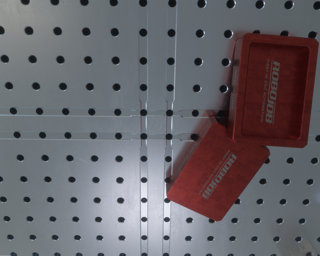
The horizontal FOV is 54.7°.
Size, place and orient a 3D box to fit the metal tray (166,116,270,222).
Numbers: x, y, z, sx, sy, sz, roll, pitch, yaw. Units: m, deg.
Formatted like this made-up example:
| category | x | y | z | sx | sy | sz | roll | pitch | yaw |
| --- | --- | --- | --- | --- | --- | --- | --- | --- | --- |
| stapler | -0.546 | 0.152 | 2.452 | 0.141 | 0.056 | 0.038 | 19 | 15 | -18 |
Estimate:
| category | x | y | z | sx | sy | sz | roll | pitch | yaw |
| --- | --- | --- | --- | --- | --- | --- | --- | --- | --- |
| metal tray | 0.078 | 0.059 | 0.433 | 0.090 | 0.030 | 0.129 | 27 | 108 | -10 |

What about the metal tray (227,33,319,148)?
| category | x | y | z | sx | sy | sz | roll | pitch | yaw |
| --- | --- | --- | --- | --- | --- | --- | --- | --- | --- |
| metal tray | 0.135 | -0.044 | 0.377 | 0.091 | 0.030 | 0.129 | 4 | 95 | -2 |

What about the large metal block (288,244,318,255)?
| category | x | y | z | sx | sy | sz | roll | pitch | yaw |
| --- | --- | --- | --- | --- | --- | --- | --- | --- | --- |
| large metal block | 0.245 | 0.244 | 0.476 | 0.050 | 0.080 | 0.080 | -34 | 107 | 12 |
